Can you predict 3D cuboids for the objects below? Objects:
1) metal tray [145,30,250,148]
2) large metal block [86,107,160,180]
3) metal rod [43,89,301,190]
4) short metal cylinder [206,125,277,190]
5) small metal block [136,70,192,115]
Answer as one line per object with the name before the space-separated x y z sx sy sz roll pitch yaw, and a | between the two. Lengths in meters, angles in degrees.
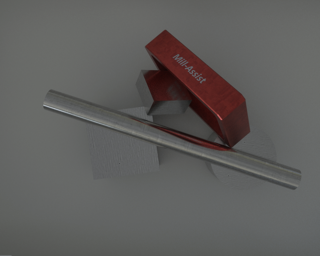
metal tray | 0.043 -0.044 0.353 0.030 0.090 0.130 -41 61 -1
large metal block | -0.045 0.018 0.397 0.081 0.050 0.080 -8 90 -1
metal rod | 0.015 0.014 0.359 0.302 0.025 0.025 18 90 -1
short metal cylinder | 0.101 0.035 0.399 0.081 0.050 0.079 0 90 -1
small metal block | 0.004 -0.044 0.376 0.050 0.025 0.050 -4 54 -27
